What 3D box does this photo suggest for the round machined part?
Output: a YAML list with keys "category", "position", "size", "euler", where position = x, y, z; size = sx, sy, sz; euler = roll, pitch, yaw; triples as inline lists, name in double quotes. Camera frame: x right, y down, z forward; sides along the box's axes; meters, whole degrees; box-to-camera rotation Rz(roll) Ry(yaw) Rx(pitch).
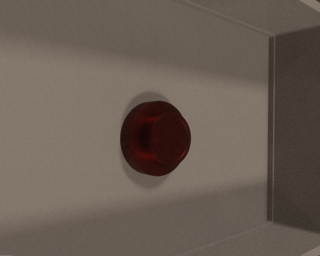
- category: "round machined part"
  position: [0.002, 0.013, 0.399]
  size: [0.099, 0.042, 0.097]
  euler: [0, 90, -40]
